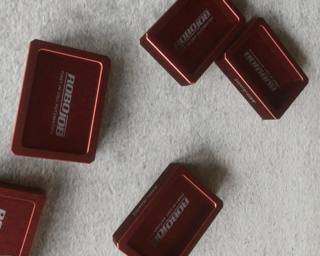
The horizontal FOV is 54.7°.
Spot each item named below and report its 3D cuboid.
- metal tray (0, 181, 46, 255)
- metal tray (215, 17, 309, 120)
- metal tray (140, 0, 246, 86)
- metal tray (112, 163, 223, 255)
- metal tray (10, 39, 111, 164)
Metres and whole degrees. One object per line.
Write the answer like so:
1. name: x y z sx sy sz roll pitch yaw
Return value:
1. metal tray: -0.188 0.125 0.337 0.091 0.030 0.129 17 84 -20
2. metal tray: 0.154 -0.086 0.464 0.130 0.030 0.090 46 75 -15
3. metal tray: 0.047 -0.133 0.424 0.090 0.030 0.130 44 76 -15
4. metal tray: 0.013 0.123 0.412 0.090 0.030 0.130 43 76 -15
5. metal tray: -0.114 -0.028 0.364 0.091 0.030 0.129 10 87 -20
